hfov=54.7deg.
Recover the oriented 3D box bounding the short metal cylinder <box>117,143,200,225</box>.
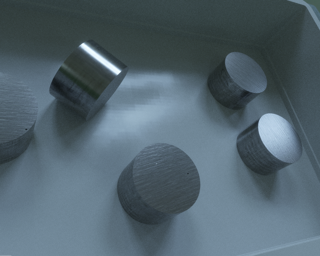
[{"bbox_3d":[-0.002,0.064,0.351,0.081,0.050,0.080,14,56,-21],"label":"short metal cylinder"}]

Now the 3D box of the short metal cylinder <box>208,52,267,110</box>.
[{"bbox_3d":[0.126,-0.077,0.507,0.081,0.050,0.080,14,56,-21],"label":"short metal cylinder"}]

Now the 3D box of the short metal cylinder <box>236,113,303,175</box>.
[{"bbox_3d":[0.163,0.025,0.465,0.081,0.050,0.080,14,56,-21],"label":"short metal cylinder"}]

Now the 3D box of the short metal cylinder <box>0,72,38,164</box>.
[{"bbox_3d":[-0.167,-0.009,0.306,0.081,0.050,0.080,14,56,-21],"label":"short metal cylinder"}]

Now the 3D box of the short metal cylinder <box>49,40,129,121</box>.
[{"bbox_3d":[-0.081,-0.055,0.361,0.050,0.080,0.080,38,51,-4],"label":"short metal cylinder"}]
